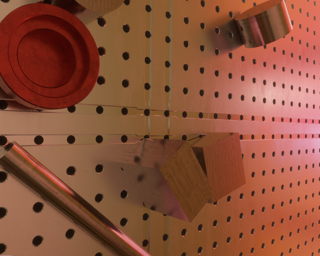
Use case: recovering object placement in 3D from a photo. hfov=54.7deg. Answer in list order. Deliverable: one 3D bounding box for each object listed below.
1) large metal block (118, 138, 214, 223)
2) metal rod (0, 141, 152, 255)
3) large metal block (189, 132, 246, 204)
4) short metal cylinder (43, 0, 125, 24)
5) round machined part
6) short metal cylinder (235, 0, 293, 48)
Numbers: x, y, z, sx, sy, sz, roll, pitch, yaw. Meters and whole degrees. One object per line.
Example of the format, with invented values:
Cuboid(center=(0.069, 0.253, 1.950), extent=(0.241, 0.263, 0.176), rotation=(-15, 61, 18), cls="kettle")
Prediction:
Cuboid(center=(0.007, 0.060, 0.379), extent=(0.050, 0.080, 0.080), rotation=(-43, 116, -32), cls="large metal block")
Cuboid(center=(-0.060, 0.123, 0.358), extent=(0.300, 0.025, 0.025), rotation=(50, 61, -28), cls="metal rod")
Cuboid(center=(0.077, 0.055, 0.457), extent=(0.081, 0.050, 0.079), rotation=(-17, 101, -39), cls="large metal block")
Cuboid(center=(-0.080, -0.155, 0.325), extent=(0.081, 0.050, 0.080), rotation=(0, 90, -40), cls="short metal cylinder")
Cuboid(center=(-0.113, -0.066, 0.303), extent=(0.099, 0.042, 0.097), rotation=(0, 90, -40), cls="round machined part")
Cuboid(center=(0.173, -0.175, 0.517), extent=(0.080, 0.080, 0.050), rotation=(-42, 116, -32), cls="short metal cylinder")
